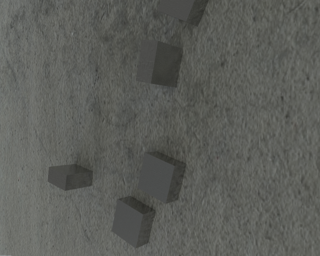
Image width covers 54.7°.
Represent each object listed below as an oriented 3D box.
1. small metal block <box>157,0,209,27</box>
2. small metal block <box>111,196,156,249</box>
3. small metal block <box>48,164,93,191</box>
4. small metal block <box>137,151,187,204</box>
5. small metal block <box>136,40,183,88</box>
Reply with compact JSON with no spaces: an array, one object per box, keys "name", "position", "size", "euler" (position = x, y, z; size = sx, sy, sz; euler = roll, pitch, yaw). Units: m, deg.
[{"name":"small metal block","position":[0.031,-0.158,0.378],"size":[0.050,0.025,0.050],"euler":[35,111,34]},{"name":"small metal block","position":[-0.038,0.130,0.434],"size":[0.050,0.025,0.050],"euler":[20,102,38]},{"name":"small metal block","position":[-0.146,0.079,0.506],"size":[0.050,0.050,0.025],"euler":[13,99,39]},{"name":"small metal block","position":[0.002,0.063,0.402],"size":[0.050,0.025,0.050],"euler":[20,103,38]},{"name":"small metal block","position":[0.000,-0.079,0.387],"size":[0.025,0.050,0.050],"euler":[16,100,38]}]
